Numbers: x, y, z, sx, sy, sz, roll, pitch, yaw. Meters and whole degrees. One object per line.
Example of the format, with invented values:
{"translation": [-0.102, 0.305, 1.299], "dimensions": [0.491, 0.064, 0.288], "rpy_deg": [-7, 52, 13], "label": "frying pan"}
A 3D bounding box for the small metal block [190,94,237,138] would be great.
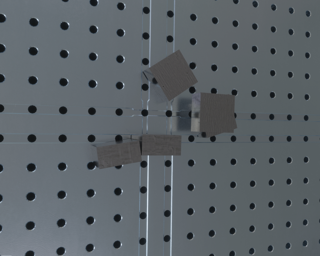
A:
{"translation": [0.076, -0.017, 0.440], "dimensions": [0.050, 0.025, 0.050], "rpy_deg": [-17, 96, -19], "label": "small metal block"}

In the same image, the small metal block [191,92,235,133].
{"translation": [0.070, -0.019, 0.412], "dimensions": [0.050, 0.025, 0.050], "rpy_deg": [2, 89, -20], "label": "small metal block"}

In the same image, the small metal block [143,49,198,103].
{"translation": [0.014, -0.069, 0.418], "dimensions": [0.050, 0.025, 0.050], "rpy_deg": [-35, 102, -17], "label": "small metal block"}

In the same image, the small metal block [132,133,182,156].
{"translation": [-0.006, 0.021, 0.397], "dimensions": [0.050, 0.050, 0.025], "rpy_deg": [2, 90, -20], "label": "small metal block"}

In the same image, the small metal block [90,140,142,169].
{"translation": [-0.055, 0.030, 0.379], "dimensions": [0.050, 0.050, 0.025], "rpy_deg": [-8, 93, -20], "label": "small metal block"}
